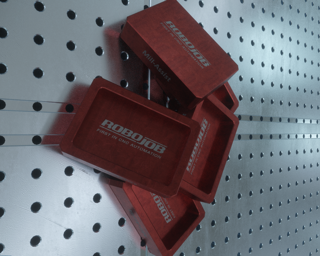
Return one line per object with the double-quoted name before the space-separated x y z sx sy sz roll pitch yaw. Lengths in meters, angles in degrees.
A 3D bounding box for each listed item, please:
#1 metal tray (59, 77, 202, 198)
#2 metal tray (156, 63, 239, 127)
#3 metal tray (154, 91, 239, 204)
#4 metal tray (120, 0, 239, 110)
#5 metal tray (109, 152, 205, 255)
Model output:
"metal tray" -0.030 0.012 0.342 0.131 0.030 0.090 24 72 -6
"metal tray" 0.060 -0.054 0.458 0.090 0.030 0.130 -51 120 -28
"metal tray" 0.053 0.024 0.413 0.090 0.030 0.130 36 68 -35
"metal tray" 0.026 -0.096 0.390 0.130 0.030 0.091 49 56 5
"metal tray" 0.002 0.095 0.409 0.091 0.030 0.129 -40 115 -33
